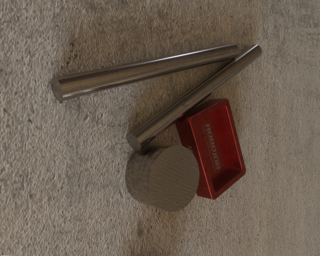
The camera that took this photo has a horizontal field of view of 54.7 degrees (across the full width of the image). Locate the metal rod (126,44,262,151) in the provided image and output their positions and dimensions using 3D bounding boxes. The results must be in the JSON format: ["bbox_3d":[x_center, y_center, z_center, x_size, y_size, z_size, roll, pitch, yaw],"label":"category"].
[{"bbox_3d":[0.068,-0.059,0.460,0.302,0.025,0.025,-37,113,-34],"label":"metal rod"}]

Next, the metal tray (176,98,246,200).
[{"bbox_3d":[0.080,0.030,0.468,0.091,0.030,0.129,-28,108,-36],"label":"metal tray"}]

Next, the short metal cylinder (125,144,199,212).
[{"bbox_3d":[0.004,0.061,0.392,0.081,0.050,0.080,0,90,-40],"label":"short metal cylinder"}]

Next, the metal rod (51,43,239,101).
[{"bbox_3d":[0.006,-0.082,0.409,0.302,0.025,0.025,-21,104,-38],"label":"metal rod"}]
